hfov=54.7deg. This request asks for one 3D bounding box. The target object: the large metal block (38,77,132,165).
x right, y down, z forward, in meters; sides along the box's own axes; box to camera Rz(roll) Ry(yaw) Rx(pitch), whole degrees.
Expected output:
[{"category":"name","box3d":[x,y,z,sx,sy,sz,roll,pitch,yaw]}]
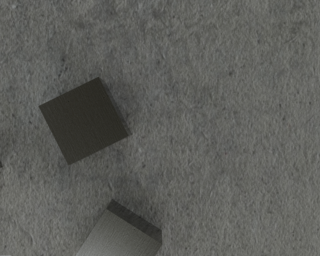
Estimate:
[{"category":"large metal block","box3d":[-0.092,-0.009,0.396,0.080,0.050,0.080,-27,90,0]}]

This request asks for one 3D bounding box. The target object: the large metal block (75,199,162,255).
[{"category":"large metal block","box3d":[-0.053,0.152,0.397,0.080,0.050,0.080,33,90,-1]}]

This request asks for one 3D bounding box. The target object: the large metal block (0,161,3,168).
[{"category":"large metal block","box3d":[-0.259,0.044,0.379,0.080,0.080,0.050,-21,90,0]}]
